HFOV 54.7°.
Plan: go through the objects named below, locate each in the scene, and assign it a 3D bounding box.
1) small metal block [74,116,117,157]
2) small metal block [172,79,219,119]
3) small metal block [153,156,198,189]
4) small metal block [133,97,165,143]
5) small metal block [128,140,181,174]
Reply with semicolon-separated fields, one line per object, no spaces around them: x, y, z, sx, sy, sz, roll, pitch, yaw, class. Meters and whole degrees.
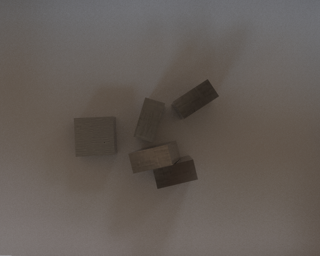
-0.084;0.011;0.411;0.050;0.025;0.050;-3;90;0;small metal block
0.044;-0.035;0.399;0.050;0.050;0.025;-33;90;0;small metal block
0.019;0.056;0.399;0.050;0.050;0.025;-13;91;0;small metal block
-0.013;-0.010;0.399;0.025;0.050;0.050;17;90;0;small metal block
-0.005;0.036;0.393;0.050;0.050;0.025;-14;90;15;small metal block
